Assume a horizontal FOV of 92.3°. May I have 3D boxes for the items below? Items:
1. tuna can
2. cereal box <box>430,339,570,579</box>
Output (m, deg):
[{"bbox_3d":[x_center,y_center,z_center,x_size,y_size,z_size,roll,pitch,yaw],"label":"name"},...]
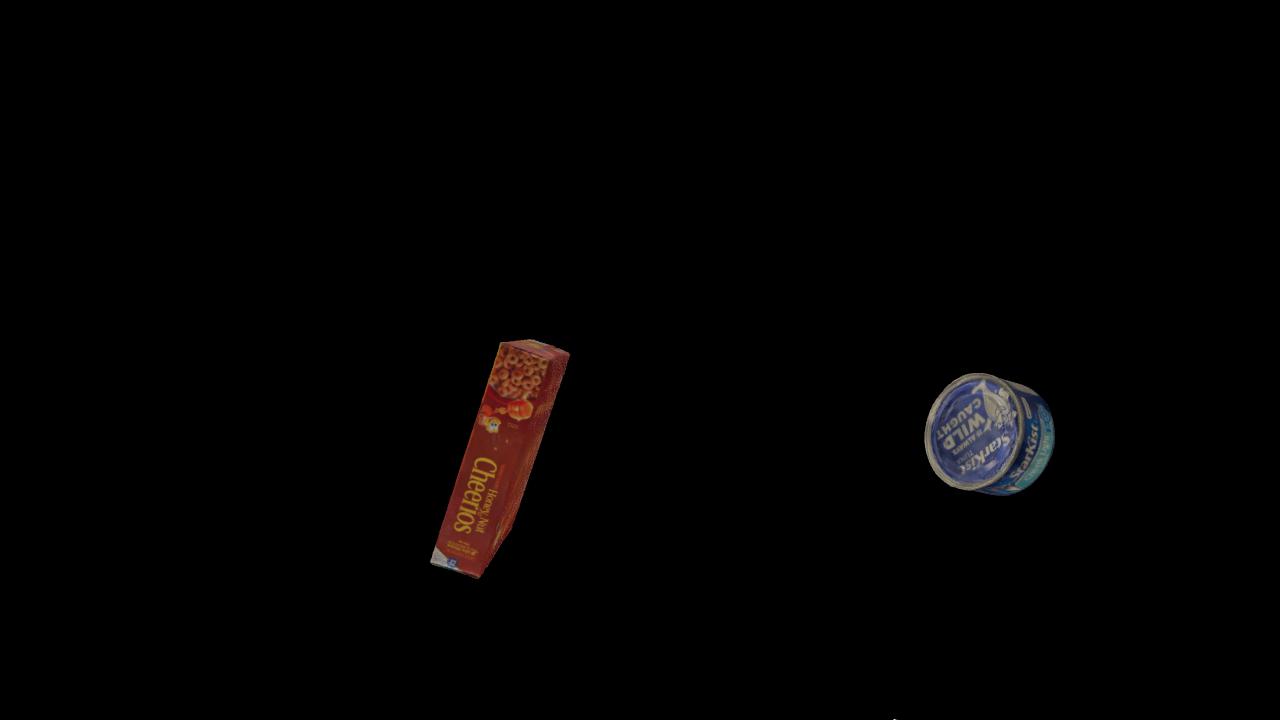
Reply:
[{"bbox_3d":[0.247,0.054,0.439,0.034,0.084,0.084,14,-4,-15],"label":"tuna can"},{"bbox_3d":[-0.191,0.125,0.876,0.081,0.306,0.203,19,4,0],"label":"cereal box"}]
